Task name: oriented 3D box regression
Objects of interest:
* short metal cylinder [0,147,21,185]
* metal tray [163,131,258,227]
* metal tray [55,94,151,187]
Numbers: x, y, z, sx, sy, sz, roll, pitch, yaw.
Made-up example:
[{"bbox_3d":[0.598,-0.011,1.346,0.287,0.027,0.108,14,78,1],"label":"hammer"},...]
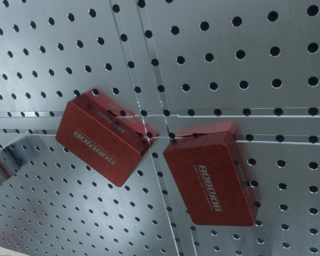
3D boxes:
[{"bbox_3d":[-0.318,0.080,0.593,0.080,0.080,0.050,-21,107,36],"label":"short metal cylinder"},{"bbox_3d":[0.069,0.072,0.416,0.090,0.030,0.129,-10,114,32],"label":"metal tray"},{"bbox_3d":[-0.089,0.021,0.468,0.130,0.030,0.089,36,129,3],"label":"metal tray"}]
